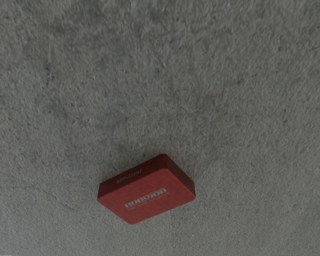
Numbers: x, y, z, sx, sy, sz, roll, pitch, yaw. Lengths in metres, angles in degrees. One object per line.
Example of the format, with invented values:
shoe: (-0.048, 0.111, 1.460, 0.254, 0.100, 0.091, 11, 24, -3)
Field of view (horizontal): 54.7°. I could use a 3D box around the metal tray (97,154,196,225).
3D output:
metal tray: (-0.021, 0.101, 0.490, 0.130, 0.030, 0.090, -28, 125, 21)
